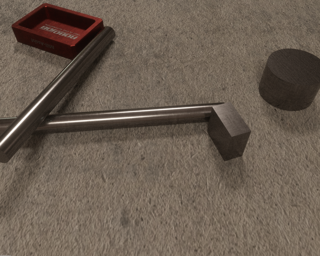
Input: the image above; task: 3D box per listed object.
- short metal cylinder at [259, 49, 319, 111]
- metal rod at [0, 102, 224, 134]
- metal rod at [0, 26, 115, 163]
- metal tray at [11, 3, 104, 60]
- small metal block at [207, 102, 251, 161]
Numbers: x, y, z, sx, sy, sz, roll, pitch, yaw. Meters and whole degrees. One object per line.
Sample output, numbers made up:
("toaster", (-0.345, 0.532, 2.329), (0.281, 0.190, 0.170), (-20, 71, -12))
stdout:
("short metal cylinder", (0.190, -0.071, 0.449), (0.081, 0.050, 0.080), (0, 50, 0))
("metal rod", (-0.063, -0.012, 0.411), (0.302, 0.025, 0.025), (-4, 50, -4))
("metal rod", (-0.131, -0.069, 0.436), (0.025, 0.025, 0.301), (13, 44, 10))
("metal tray", (-0.175, -0.171, 0.540), (0.130, 0.030, 0.090), (21, 53, 16))
("small metal block", (0.084, 0.005, 0.384), (0.025, 0.050, 0.050), (-15, 52, -13))
